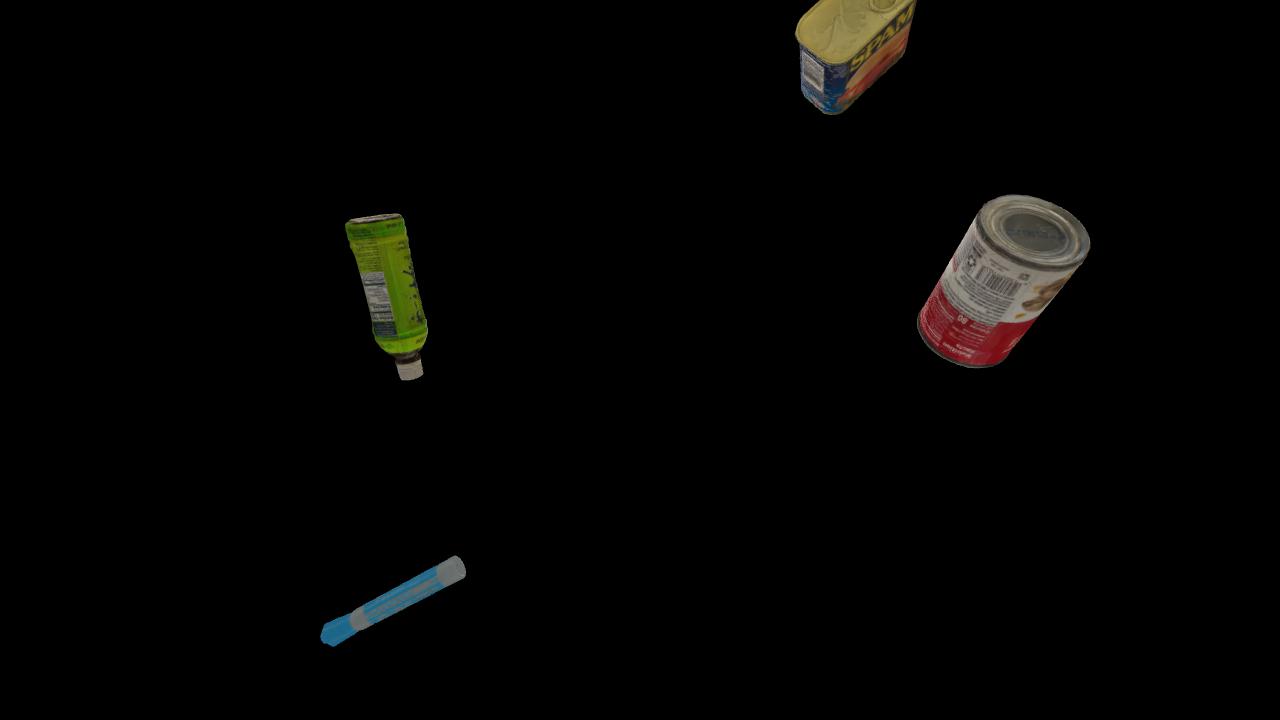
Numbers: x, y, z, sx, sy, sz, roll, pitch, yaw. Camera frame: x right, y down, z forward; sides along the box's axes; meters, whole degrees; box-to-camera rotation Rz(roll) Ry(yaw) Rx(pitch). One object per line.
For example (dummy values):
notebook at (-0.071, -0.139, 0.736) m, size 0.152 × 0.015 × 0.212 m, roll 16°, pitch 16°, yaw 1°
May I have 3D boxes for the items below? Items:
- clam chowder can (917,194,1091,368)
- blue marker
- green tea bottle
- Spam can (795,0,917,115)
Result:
clam chowder can at (0.241, -0.051, 0.417) m, size 0.068 × 0.068 × 0.102 m, roll 0°, pitch -37°, yaw 0°
blue marker at (-0.193, 0.189, 0.478) m, size 0.121 × 0.020 × 0.020 m, roll -28°, pitch 0°, yaw 1°
green tea bottle at (-0.316, -0.076, 0.786) m, size 0.073 × 0.212 × 0.073 m, roll -3°, pitch 20°, yaw 1°
Spam can at (0.185, -0.276, 0.529) m, size 0.101 × 0.058 × 0.085 m, roll -42°, pitch -17°, yaw 5°
